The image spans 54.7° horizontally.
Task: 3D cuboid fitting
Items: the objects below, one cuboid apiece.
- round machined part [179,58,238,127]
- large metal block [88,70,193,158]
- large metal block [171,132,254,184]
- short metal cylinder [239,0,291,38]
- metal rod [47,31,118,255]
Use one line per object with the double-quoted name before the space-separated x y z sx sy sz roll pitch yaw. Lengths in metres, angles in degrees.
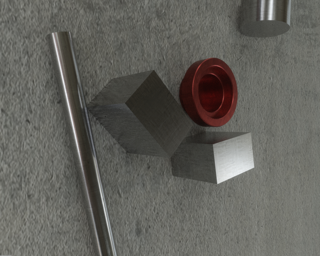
"round machined part" 0.067 -0.050 0.452 0.099 0.042 0.097 0 90 -40
"large metal block" -0.023 -0.014 0.351 0.080 0.080 0.050 52 60 -28
"large metal block" 0.071 0.037 0.431 0.081 0.080 0.050 -13 99 -40
"short metal cylinder" 0.176 -0.190 0.519 0.081 0.080 0.050 5 87 -40
"metal rod" -0.078 0.049 0.340 0.025 0.025 0.298 -17 101 -39
